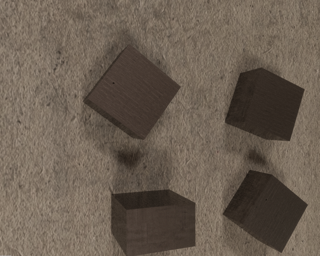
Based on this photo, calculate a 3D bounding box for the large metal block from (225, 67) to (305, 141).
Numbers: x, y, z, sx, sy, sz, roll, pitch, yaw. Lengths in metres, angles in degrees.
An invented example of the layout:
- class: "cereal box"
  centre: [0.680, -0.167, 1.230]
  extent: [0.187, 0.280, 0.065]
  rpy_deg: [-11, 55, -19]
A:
- class: "large metal block"
  centre: [0.153, -0.032, 0.454]
  extent: [0.080, 0.050, 0.080]
  rpy_deg: [21, 83, -19]

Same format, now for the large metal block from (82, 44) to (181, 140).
- class: "large metal block"
  centre: [-0.036, -0.042, 0.383]
  extent: [0.080, 0.050, 0.080]
  rpy_deg: [38, 78, -17]

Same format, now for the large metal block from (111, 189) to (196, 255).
- class: "large metal block"
  centre: [-0.011, 0.110, 0.377]
  extent: [0.081, 0.080, 0.050]
  rpy_deg: [0, 90, -20]

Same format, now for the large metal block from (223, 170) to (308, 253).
- class: "large metal block"
  centre: [0.154, 0.120, 0.455]
  extent: [0.080, 0.050, 0.080]
  rpy_deg: [39, 78, -16]
